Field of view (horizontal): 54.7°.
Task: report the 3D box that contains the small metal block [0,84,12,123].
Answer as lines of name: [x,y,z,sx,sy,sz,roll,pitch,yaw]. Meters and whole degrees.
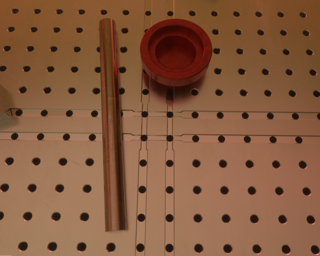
small metal block: [-0.236,-0.030,0.421,0.050,0.025,0.050,-20,71,-7]

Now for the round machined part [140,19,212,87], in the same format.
round machined part: [0.022,-0.102,0.440,0.099,0.042,0.098,0,70,0]

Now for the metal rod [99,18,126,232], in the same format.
metal rod: [-0.066,-0.018,0.417,0.025,0.025,0.299,-5,70,-2]
